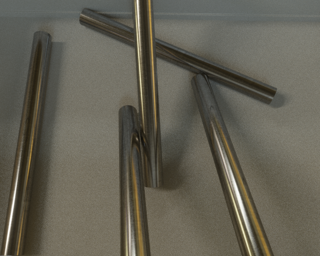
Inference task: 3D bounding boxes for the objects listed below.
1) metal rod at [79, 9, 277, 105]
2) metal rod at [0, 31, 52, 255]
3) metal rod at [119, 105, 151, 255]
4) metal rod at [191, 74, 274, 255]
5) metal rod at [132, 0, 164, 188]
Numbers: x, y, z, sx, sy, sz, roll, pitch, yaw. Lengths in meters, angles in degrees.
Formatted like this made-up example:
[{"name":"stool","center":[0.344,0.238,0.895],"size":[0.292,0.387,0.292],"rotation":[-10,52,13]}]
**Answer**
[{"name":"metal rod","center":[0.020,-0.106,0.448],"size":[0.301,0.025,0.025],"rotation":[25,72,8]},{"name":"metal rod","center":[-0.171,0.005,0.405],"size":[0.025,0.025,0.299],"rotation":[-1,70,-1]},{"name":"metal rod","center":[-0.027,0.071,0.302],"size":[0.025,0.025,0.300],"rotation":[-7,38,-3]},{"name":"metal rod","center":[0.071,0.037,0.329],"size":[0.025,0.025,0.300],"rotation":[-6,44,-2]},{"name":"metal rod","center":[-0.017,-0.077,0.373],"size":[0.025,0.025,0.298],"rotation":[-3,95,-2]}]
